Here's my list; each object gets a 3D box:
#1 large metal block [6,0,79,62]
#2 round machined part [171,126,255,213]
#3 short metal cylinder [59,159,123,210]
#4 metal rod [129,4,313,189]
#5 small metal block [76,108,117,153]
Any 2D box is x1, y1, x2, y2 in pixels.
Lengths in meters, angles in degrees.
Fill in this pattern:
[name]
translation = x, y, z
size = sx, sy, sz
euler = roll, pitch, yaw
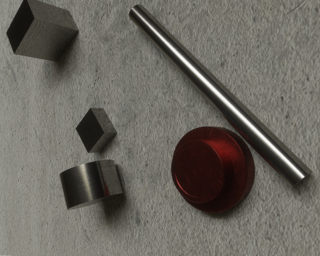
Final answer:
[large metal block]
translation = -0.202, -0.166, 0.532
size = 0.080, 0.081, 0.050
euler = -42, 65, 32
[round machined part]
translation = 0.052, 0.047, 0.350
size = 0.098, 0.042, 0.097
euler = 0, 90, 39
[short metal cylinder]
translation = -0.099, 0.082, 0.448
size = 0.080, 0.081, 0.050
euler = -28, 73, 36
[metal rod]
translation = 0.051, -0.055, 0.361
size = 0.300, 0.025, 0.025
euler = 51, 120, 27
[small metal block]
translation = -0.100, 0.004, 0.485
size = 0.050, 0.025, 0.050
euler = -48, 62, 29
